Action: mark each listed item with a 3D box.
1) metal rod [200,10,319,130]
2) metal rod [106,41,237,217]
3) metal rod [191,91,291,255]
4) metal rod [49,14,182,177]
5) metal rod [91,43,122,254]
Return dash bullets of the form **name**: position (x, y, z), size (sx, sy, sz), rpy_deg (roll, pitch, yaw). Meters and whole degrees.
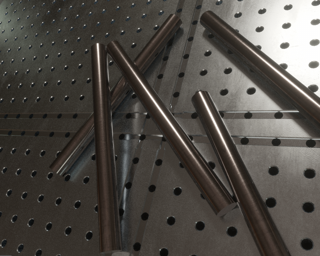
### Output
- **metal rod**: position (0.135, -0.068, 0.378), size (0.025, 0.025, 0.300), rpy_deg (-36, 51, 4)
- **metal rod**: position (-0.001, -0.020, 0.400), size (0.025, 0.025, 0.300), rpy_deg (-36, 57, 4)
- **metal rod**: position (0.091, 0.074, 0.314), size (0.025, 0.025, 0.299), rpy_deg (-27, 53, 11)
- **metal rod**: position (-0.062, -0.056, 0.472), size (0.025, 0.025, 0.300), rpy_deg (28, 77, 37)
- **metal rod**: position (-0.076, 0.008, 0.417), size (0.025, 0.025, 0.299), rpy_deg (-18, 62, 17)
